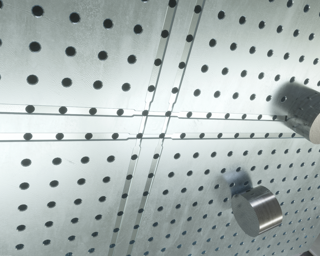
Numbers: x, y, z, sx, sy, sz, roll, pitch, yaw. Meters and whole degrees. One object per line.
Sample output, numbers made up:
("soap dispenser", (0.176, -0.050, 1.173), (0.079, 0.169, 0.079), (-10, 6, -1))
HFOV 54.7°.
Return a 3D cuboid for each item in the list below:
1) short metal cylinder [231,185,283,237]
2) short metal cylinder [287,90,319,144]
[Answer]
("short metal cylinder", (0.176, 0.152, 0.569), (0.050, 0.080, 0.079), (-16, 125, -20))
("short metal cylinder", (0.269, -0.019, 0.534), (0.081, 0.050, 0.079), (-14, 125, -21))
